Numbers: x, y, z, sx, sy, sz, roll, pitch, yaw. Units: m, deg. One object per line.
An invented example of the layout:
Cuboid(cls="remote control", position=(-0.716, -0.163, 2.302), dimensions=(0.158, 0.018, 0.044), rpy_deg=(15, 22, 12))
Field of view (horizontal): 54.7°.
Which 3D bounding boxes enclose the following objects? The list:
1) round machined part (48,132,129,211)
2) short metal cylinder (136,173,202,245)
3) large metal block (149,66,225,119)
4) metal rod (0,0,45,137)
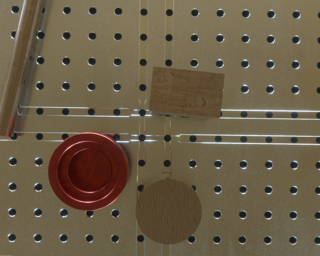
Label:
Cuboid(cls="round machined part", position=(-0.089, 0.054, 0.404), dimensions=(0.099, 0.042, 0.097), rpy_deg=(0, 90, -1))
Cuboid(cls="short metal cylinder", position=(0.011, 0.102, 0.401), dimensions=(0.081, 0.050, 0.079), rpy_deg=(0, 90, -1))
Cuboid(cls="large metal block", position=(0.030, -0.040, 0.386), dimensions=(0.081, 0.080, 0.050), rpy_deg=(6, 90, -1))
Cuboid(cls="metal rod", position=(-0.175, -0.136, 0.410), dimensions=(0.025, 0.025, 0.298), rpy_deg=(13, 90, -1))
